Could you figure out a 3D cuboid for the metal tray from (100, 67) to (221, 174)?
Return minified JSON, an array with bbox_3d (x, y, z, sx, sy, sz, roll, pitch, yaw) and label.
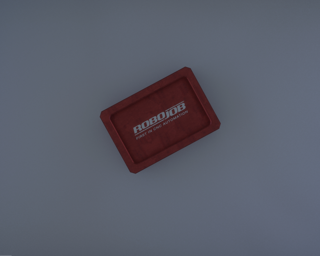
[{"bbox_3d":[0.000,-0.010,0.406,0.130,0.030,0.090,-28,90,-1],"label":"metal tray"}]
